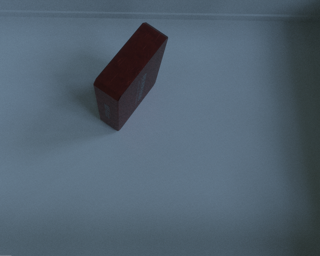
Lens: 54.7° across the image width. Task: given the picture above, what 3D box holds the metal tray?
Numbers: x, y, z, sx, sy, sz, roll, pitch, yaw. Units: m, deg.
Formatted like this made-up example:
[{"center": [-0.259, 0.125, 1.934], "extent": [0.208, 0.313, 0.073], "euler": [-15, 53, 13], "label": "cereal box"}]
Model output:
[{"center": [-0.036, -0.054, 0.372], "extent": [0.030, 0.130, 0.090], "euler": [35, 73, 2], "label": "metal tray"}]
